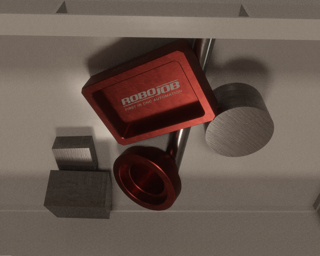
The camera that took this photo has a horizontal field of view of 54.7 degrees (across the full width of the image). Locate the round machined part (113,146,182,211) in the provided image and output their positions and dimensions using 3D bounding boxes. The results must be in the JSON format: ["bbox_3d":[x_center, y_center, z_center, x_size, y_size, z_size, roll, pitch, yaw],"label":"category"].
[{"bbox_3d":[-0.014,0.065,0.436,0.098,0.042,0.097,18,129,23],"label":"round machined part"}]

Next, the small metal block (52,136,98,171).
[{"bbox_3d":[-0.119,0.038,0.440,0.050,0.025,0.050,-2,130,1],"label":"small metal block"}]

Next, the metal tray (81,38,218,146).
[{"bbox_3d":[-0.012,-0.035,0.354,0.130,0.030,0.090,-17,122,25],"label":"metal tray"}]

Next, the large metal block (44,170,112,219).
[{"bbox_3d":[-0.116,0.101,0.459,0.081,0.050,0.080,3,153,-3],"label":"large metal block"}]

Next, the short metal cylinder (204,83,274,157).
[{"bbox_3d":[0.094,-0.009,0.386,0.081,0.050,0.079,-1,130,0],"label":"short metal cylinder"}]

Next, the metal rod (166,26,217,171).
[{"bbox_3d":[0.026,0.011,0.418,0.025,0.025,0.298,6,130,-6],"label":"metal rod"}]
